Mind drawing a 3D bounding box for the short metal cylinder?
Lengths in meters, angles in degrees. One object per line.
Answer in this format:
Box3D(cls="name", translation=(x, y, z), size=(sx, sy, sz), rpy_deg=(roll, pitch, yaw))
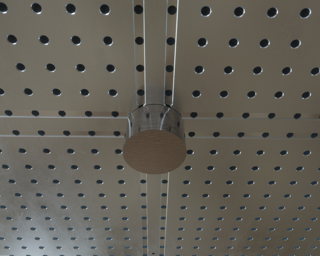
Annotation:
Box3D(cls="short metal cylinder", translation=(-0.007, 0.016, 0.408), size=(0.081, 0.050, 0.079), rpy_deg=(0, 130, 0))
